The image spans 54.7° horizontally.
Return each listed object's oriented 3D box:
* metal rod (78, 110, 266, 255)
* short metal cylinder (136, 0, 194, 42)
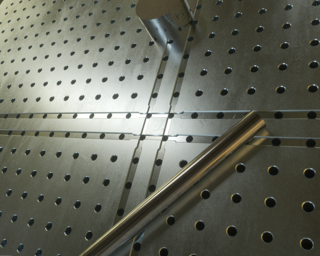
[{"bbox_3d":[-0.002,0.086,0.355,0.300,0.025,0.025,-40,51,0],"label":"metal rod"},{"bbox_3d":[0.008,-0.187,0.501,0.080,0.050,0.080,-13,56,20],"label":"short metal cylinder"}]
